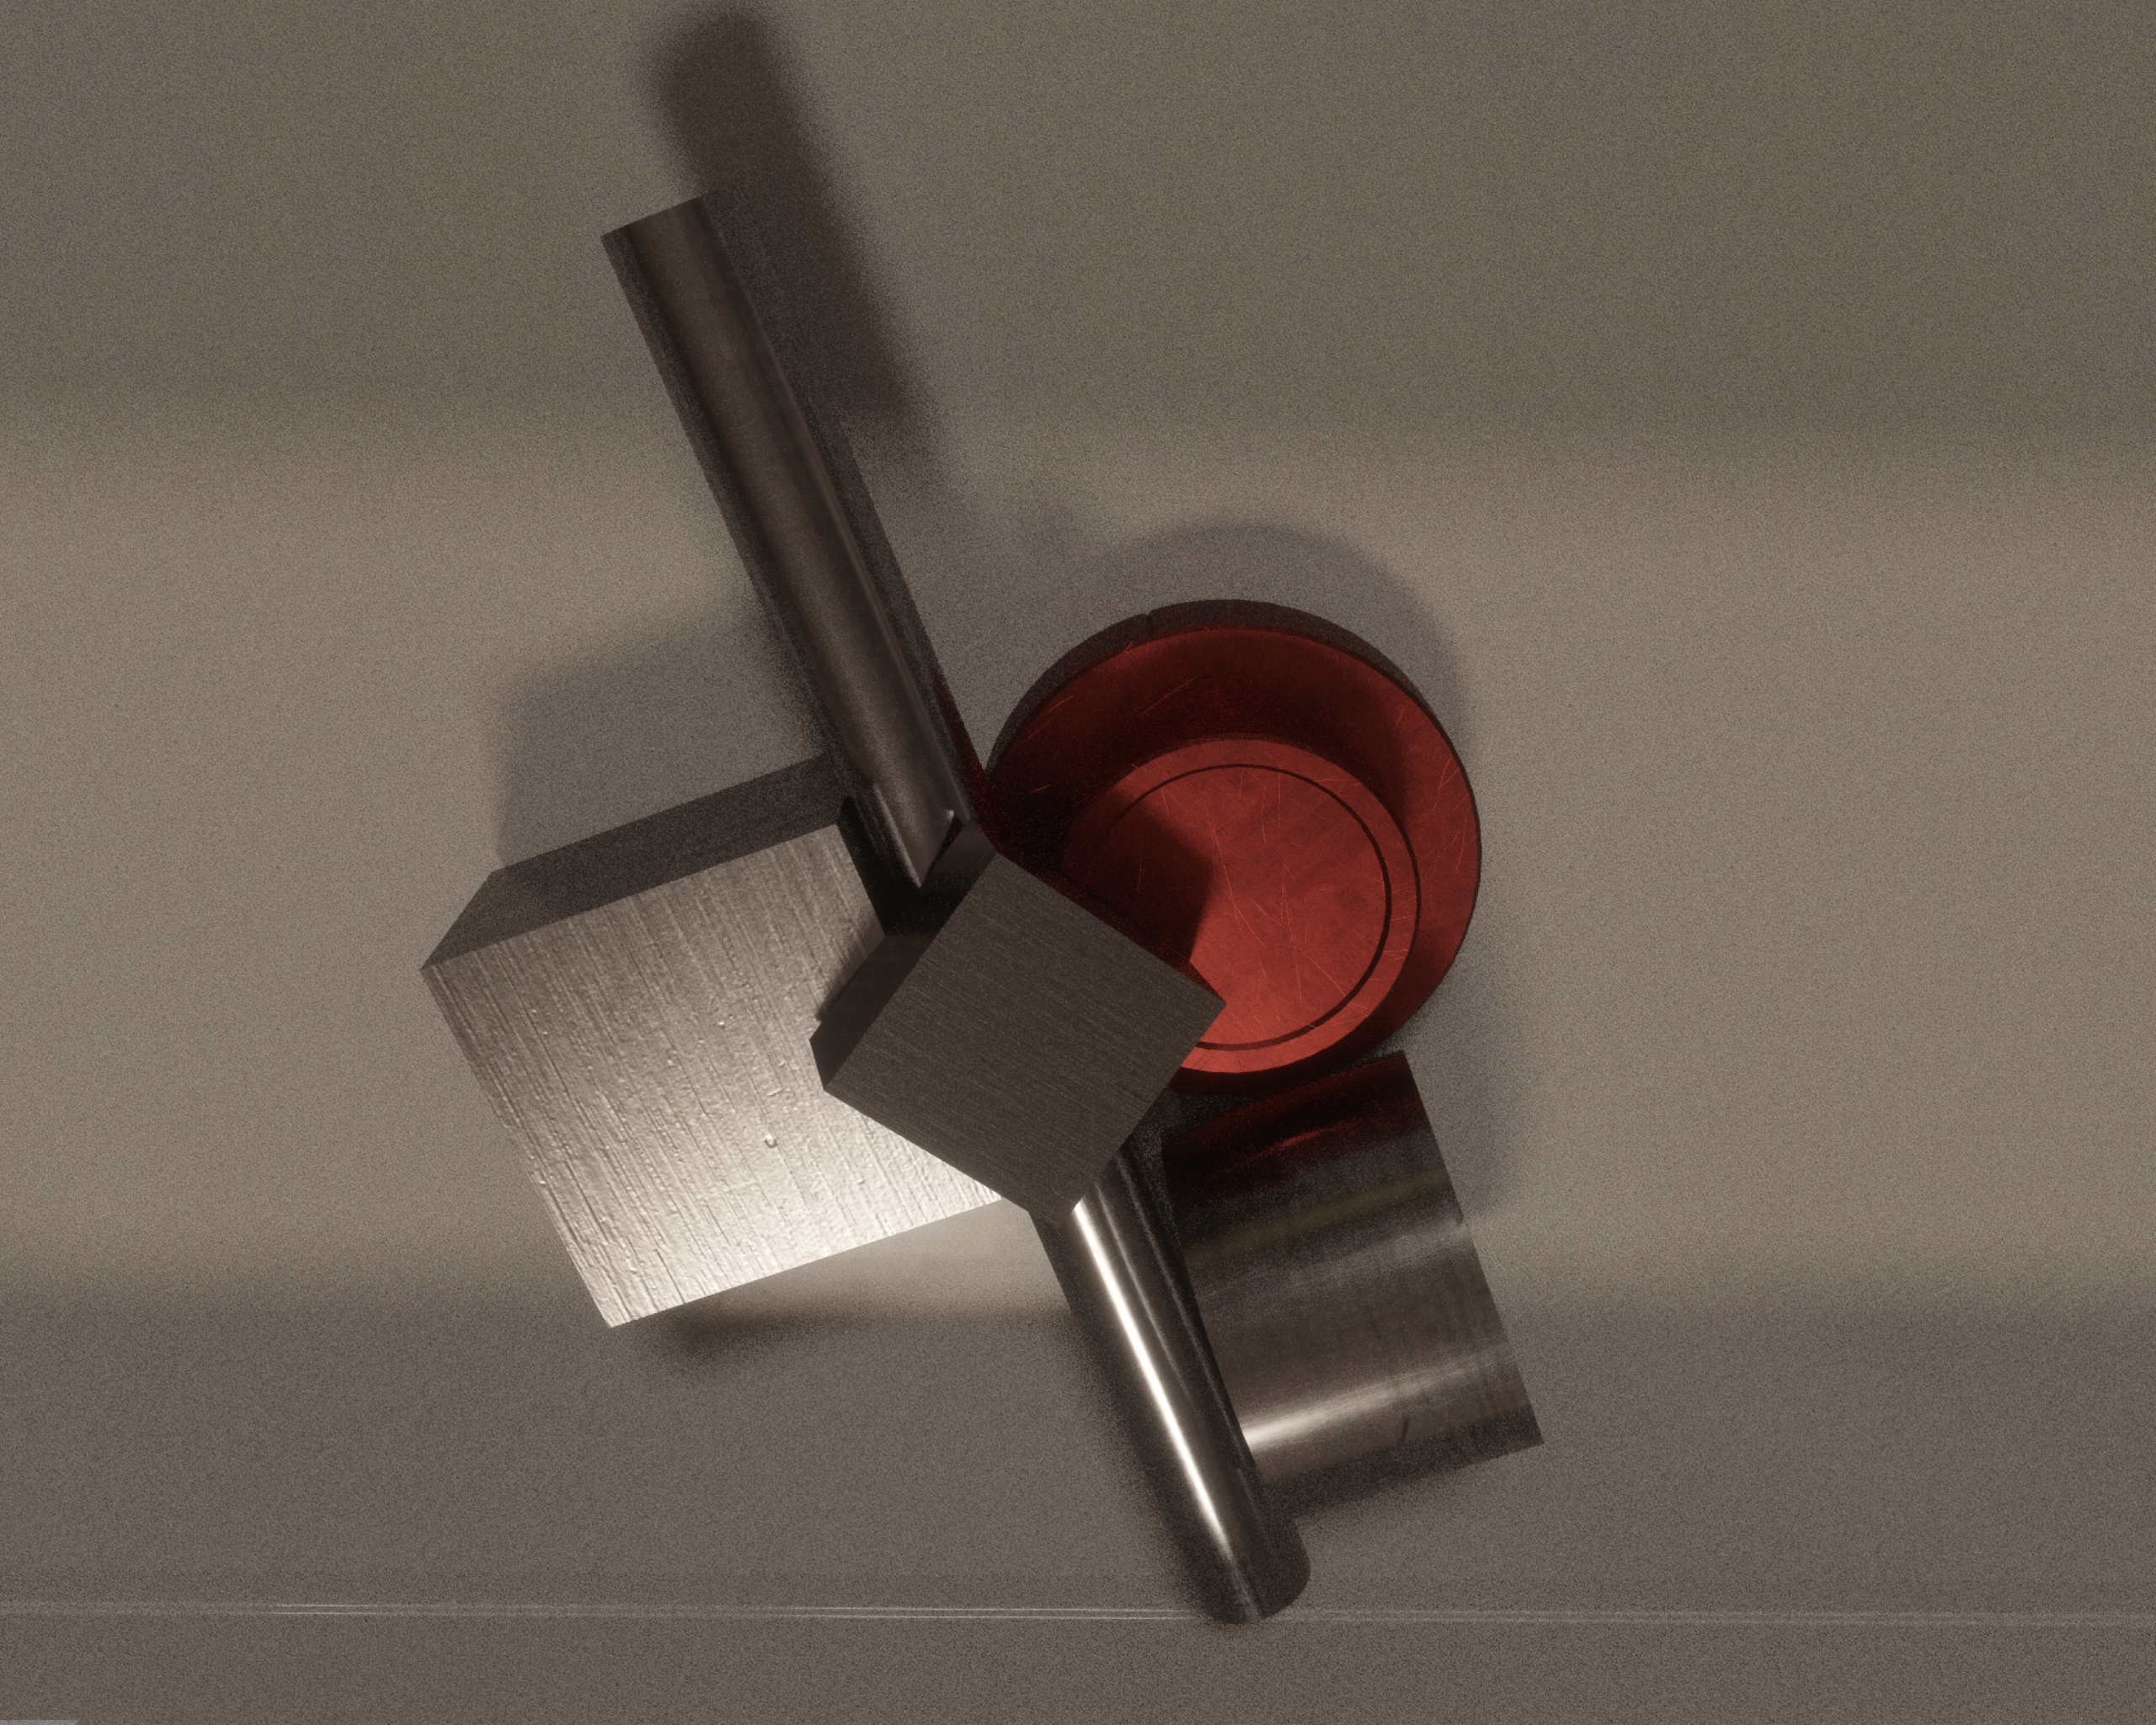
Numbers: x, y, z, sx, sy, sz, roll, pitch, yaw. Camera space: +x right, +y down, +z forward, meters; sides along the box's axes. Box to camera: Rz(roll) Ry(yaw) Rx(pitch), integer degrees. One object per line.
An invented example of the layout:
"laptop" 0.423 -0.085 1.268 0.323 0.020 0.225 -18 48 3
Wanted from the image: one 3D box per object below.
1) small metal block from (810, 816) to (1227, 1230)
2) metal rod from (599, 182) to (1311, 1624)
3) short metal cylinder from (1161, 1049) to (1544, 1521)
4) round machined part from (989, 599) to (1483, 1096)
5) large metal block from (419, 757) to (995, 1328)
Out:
"small metal block" -0.011 0.028 0.368 0.050 0.025 0.050 34 95 -19
"metal rod" -0.015 0.022 0.395 0.025 0.025 0.299 -20 109 7
"short metal cylinder" 0.054 0.083 0.412 0.050 0.080 0.080 -20 109 7
"round machined part" 0.029 0.002 0.401 0.099 0.042 0.097 0 110 -1
"large metal block" -0.066 0.032 0.405 0.080 0.050 0.080 -19 109 6
